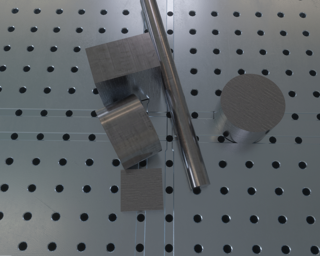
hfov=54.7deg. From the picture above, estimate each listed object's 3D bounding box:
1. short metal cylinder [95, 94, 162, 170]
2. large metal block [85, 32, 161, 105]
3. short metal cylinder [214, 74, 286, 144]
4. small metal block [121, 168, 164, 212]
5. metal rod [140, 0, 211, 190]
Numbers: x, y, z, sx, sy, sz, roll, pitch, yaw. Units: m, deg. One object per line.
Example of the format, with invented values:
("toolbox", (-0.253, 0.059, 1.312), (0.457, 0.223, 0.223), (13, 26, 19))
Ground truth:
("short metal cylinder", (-0.039, 0.004, 0.381), (0.050, 0.080, 0.080), (-27, 72, -9))
("large metal block", (-0.045, -0.072, 0.408), (0.081, 0.080, 0.050), (-16, 71, -6))
("short metal cylinder", (0.116, -0.024, 0.408), (0.081, 0.050, 0.080), (0, 70, 0))
("small metal block", (-0.022, 0.078, 0.383), (0.050, 0.025, 0.050), (-2, 70, -1))
("metal rod", (0.016, -0.063, 0.434), (0.025, 0.025, 0.299), (-13, 71, -5))
